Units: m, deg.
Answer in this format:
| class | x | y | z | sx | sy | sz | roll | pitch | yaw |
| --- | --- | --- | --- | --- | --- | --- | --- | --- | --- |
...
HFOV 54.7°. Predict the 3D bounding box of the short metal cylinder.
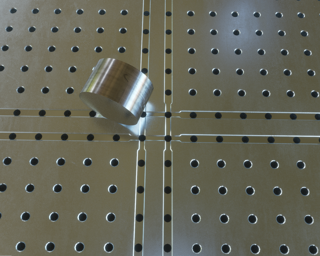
| class | x | y | z | sx | sy | sz | roll | pitch | yaw |
| --- | --- | --- | --- | --- | --- | --- | --- | --- | --- |
| short metal cylinder | -0.055 | -0.045 | 0.398 | 0.080 | 0.080 | 0.050 | 21 | 72 | 7 |
